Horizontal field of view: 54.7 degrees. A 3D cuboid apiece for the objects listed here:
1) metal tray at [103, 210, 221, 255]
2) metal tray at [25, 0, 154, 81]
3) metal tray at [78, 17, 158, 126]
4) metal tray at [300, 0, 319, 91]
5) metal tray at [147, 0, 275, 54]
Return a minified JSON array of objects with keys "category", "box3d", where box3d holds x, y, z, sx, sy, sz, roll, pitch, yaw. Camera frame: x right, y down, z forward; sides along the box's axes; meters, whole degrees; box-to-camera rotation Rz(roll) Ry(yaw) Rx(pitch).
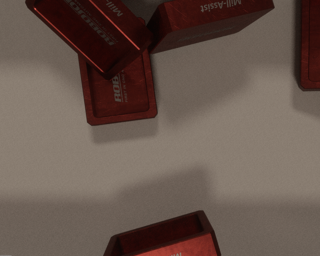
[{"category":"metal tray","box3d":[0.000,0.144,0.379,0.131,0.090,0.030,-16,90,-1]},{"category":"metal tray","box3d":[-0.081,-0.121,0.347,0.130,0.090,0.030,43,58,-16]},{"category":"metal tray","box3d":[-0.056,-0.072,0.408,0.091,0.030,0.129,-8,90,-1]},{"category":"metal tray","box3d":[0.229,-0.114,0.396,0.090,0.030,0.129,1,90,21]},{"category":"metal tray","box3d":[0.053,-0.127,0.364,0.131,0.090,0.030,-18,93,-14]}]
